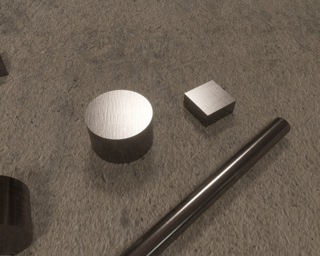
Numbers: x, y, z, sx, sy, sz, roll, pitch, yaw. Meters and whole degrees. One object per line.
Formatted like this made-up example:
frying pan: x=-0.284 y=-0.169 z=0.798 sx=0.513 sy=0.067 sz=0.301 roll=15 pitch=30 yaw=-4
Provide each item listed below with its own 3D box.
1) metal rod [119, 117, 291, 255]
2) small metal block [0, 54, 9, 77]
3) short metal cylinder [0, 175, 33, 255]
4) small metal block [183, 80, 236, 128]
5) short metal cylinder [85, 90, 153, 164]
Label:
metal rod: x=0.049 y=0.074 z=0.341 sx=0.302 sy=0.025 sz=0.025 roll=-35 pitch=59 yaw=-26
small metal block: x=-0.272 y=-0.099 z=0.483 sx=0.050 sy=0.025 sz=0.050 roll=-23 pitch=54 yaw=-19
short metal cylinder: x=-0.165 y=0.088 z=0.292 sx=0.081 sy=0.080 sz=0.050 roll=-14 pitch=52 yaw=-12
small metal block: x=0.069 y=-0.035 z=0.433 sx=0.050 sy=0.025 sz=0.050 roll=-27 pitch=56 yaw=-22
short metal cylinder: x=-0.049 y=-0.002 z=0.388 sx=0.081 sy=0.050 sz=0.080 roll=0 pitch=50 yaw=0
